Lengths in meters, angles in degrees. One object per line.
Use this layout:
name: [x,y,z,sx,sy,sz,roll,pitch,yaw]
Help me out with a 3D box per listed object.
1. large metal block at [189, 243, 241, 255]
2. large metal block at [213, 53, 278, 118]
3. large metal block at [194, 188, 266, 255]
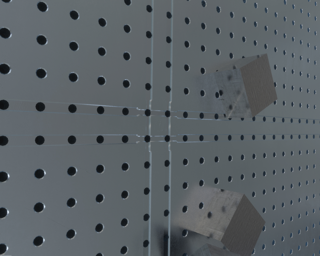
large metal block: [0.067,0.208,0.421,0.080,0.050,0.080,32,114,-36]
large metal block: [0.143,-0.069,0.511,0.081,0.050,0.080,-31,109,-36]
large metal block: [0.112,0.155,0.485,0.080,0.050,0.080,51,60,-28]
